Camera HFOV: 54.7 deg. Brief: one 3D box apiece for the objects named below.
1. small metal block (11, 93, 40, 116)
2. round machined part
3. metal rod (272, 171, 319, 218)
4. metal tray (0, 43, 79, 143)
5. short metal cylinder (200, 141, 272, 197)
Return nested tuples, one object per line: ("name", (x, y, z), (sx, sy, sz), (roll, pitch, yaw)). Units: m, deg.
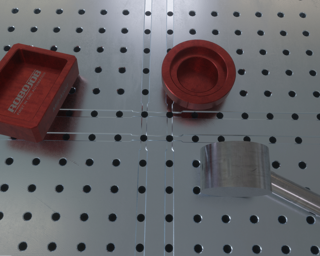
("small metal block", (-0.182, -0.016, 0.416), (0.050, 0.025, 0.050), (18, 71, 6))
("round machined part", (0.051, -0.069, 0.428), (0.099, 0.042, 0.098), (0, 70, 0))
("metal rod", (0.261, 0.129, 0.366), (0.301, 0.025, 0.025), (27, 72, 9))
("metal tray", (-0.171, -0.050, 0.399), (0.090, 0.030, 0.130), (13, 54, 2))
("short metal cylinder", (0.088, 0.051, 0.365), (0.081, 0.080, 0.050), (2, 70, 1))
